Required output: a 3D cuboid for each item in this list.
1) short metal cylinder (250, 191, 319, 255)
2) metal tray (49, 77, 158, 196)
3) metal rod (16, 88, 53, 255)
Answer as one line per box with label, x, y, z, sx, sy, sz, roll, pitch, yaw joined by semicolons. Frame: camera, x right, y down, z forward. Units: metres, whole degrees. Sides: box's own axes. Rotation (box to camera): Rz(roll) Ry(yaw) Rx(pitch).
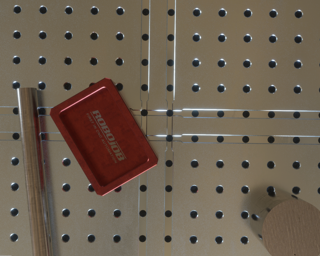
short metal cylinder;0.164;0.127;0.402;0.081;0.050;0.080;0;90;0
metal tray;-0.072;0.011;0.410;0.090;0.030;0.130;-30;90;0
metal rod;-0.163;0.097;0.412;0.025;0.025;0.298;-6;90;0
